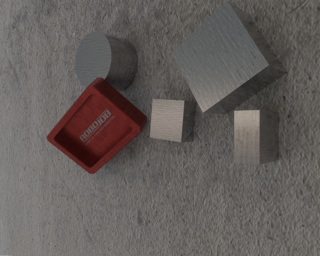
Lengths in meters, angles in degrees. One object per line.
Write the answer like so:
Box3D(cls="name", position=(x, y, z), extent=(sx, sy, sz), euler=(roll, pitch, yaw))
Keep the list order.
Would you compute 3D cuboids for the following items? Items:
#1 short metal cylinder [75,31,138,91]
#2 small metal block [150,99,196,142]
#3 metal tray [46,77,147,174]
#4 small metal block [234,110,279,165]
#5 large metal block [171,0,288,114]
Box3D(cls="short metal cylinder", position=(-0.079, -0.095, 0.454), extent=(0.080, 0.050, 0.079), euler=(0, 90, 40))
Box3D(cls="small metal block", position=(0.016, -0.010, 0.392), extent=(0.050, 0.025, 0.050), euler=(7, 95, 39))
Box3D(cls="metal tray", position=(-0.093, 0.001, 0.446), extent=(0.090, 0.030, 0.129), euler=(42, 123, -12))
Box3D(cls="small metal block", position=(0.097, 0.008, 0.309), extent=(0.025, 0.050, 0.050), euler=(0, 90, 40))
Box3D(cls="large metal block", position=(0.071, -0.070, 0.330), extent=(0.080, 0.050, 0.080), euler=(-38, 67, 33))
